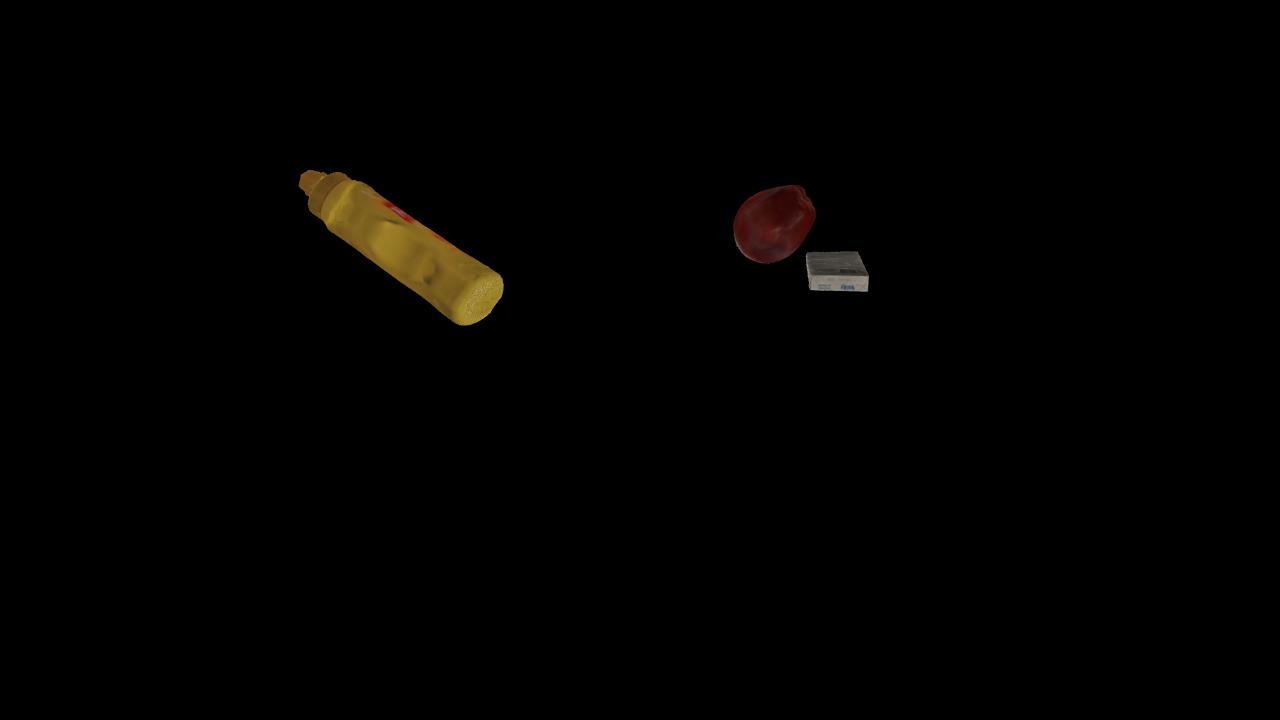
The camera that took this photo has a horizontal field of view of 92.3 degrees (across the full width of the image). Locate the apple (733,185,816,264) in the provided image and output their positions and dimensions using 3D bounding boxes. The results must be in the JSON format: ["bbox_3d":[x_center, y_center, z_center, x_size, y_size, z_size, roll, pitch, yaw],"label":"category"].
[{"bbox_3d":[0.146,-0.149,0.679,0.093,0.079,0.079,-33,-19,32],"label":"apple"}]

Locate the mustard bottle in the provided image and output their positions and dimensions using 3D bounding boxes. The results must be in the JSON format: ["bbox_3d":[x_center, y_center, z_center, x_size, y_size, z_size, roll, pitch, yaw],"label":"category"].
[{"bbox_3d":[-0.206,-0.100,0.514,0.184,0.054,0.092,35,9,1],"label":"mustard bottle"}]

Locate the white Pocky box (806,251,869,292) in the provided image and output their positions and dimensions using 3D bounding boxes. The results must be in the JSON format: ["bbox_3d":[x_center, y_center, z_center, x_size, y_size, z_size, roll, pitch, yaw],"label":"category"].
[{"bbox_3d":[0.300,-0.139,0.946,0.084,0.028,0.154,2,22,13],"label":"white Pocky box"}]
